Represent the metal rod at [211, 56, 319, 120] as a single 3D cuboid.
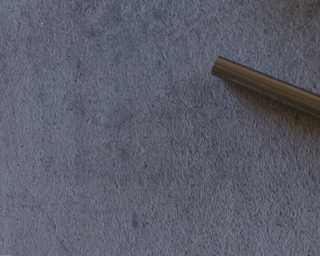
[{"bbox_3d":[0.198,-0.013,0.339,0.301,0.025,0.025,27,99,18],"label":"metal rod"}]
